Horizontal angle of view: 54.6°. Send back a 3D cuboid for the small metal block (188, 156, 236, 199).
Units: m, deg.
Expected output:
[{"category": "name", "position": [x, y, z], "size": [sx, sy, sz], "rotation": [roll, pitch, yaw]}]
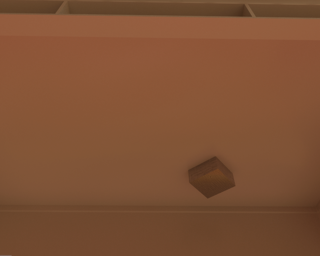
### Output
[{"category": "small metal block", "position": [0.079, 0.077, 0.474], "size": [0.050, 0.025, 0.050], "rotation": [-31, 124, 24]}]
